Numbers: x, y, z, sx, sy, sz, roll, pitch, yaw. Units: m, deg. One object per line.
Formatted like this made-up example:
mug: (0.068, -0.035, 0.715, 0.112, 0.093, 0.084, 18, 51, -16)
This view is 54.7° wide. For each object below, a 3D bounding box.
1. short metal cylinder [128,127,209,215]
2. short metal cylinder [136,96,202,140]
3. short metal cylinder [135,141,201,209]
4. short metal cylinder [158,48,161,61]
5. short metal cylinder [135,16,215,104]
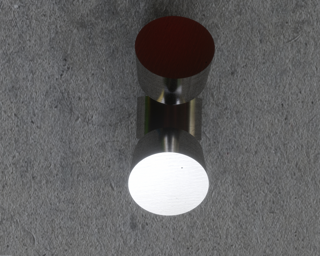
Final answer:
short metal cylinder: (0.009, 0.046, 0.332, 0.080, 0.050, 0.079, 0, 118, 1)
short metal cylinder: (0.012, -0.011, 0.384, 0.081, 0.080, 0.050, 2, 90, 0)
short metal cylinder: (0.010, 0.058, 0.399, 0.081, 0.050, 0.080, 0, 90, 0)
short metal cylinder: (0.012, -0.077, 0.399, 0.081, 0.050, 0.080, 0, 90, 0)
short metal cylinder: (0.015, -0.072, 0.334, 0.081, 0.050, 0.080, 1, 65, -1)
